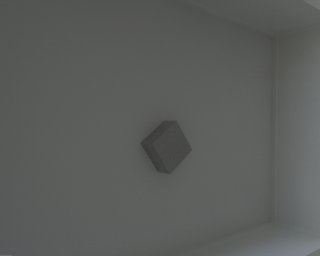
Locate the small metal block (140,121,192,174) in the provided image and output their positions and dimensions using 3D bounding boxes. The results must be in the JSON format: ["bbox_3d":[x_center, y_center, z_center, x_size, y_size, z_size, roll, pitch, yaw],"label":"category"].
[{"bbox_3d":[0.009,0.025,0.413,0.050,0.025,0.050,-44,117,-31],"label":"small metal block"}]
